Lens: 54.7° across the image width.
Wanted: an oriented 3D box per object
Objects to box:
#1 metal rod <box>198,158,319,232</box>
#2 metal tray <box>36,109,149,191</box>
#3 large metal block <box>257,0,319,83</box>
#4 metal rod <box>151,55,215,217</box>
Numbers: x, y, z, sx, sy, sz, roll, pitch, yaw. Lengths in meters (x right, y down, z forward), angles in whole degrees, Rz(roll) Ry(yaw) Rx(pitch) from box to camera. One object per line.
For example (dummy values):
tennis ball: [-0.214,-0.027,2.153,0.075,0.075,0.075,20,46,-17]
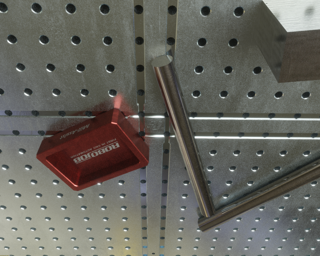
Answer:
metal rod: [0.186,0.100,0.499,0.299,0.025,0.025,-36,122,26]
metal tray: [-0.092,0.035,0.436,0.130,0.030,0.090,-22,127,17]
large metal block: [0.148,-0.090,0.302,0.080,0.080,0.050,-4,130,3]
metal rod: [0.043,0.034,0.441,0.025,0.025,0.299,-12,129,10]
